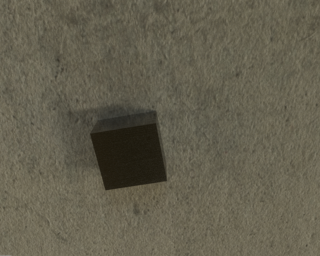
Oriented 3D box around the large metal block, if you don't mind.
[{"bbox_3d":[-0.037,0.029,0.407,0.080,0.050,0.080,-9,110,3],"label":"large metal block"}]
